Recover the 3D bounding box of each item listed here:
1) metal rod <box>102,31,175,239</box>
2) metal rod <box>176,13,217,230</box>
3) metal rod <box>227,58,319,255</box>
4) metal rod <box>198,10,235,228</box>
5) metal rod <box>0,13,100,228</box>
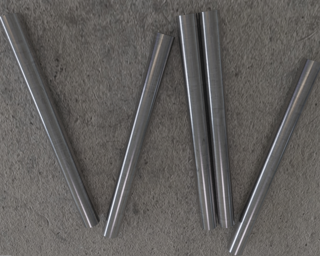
[{"bbox_3d":[-0.034,0.023,0.417,0.025,0.025,0.298,15,109,-6],"label":"metal rod"},{"bbox_3d":[0.052,0.006,0.412,0.025,0.025,0.298,-8,110,3],"label":"metal rod"},{"bbox_3d":[0.152,0.053,0.430,0.025,0.025,0.298,13,110,-5],"label":"metal rod"},{"bbox_3d":[0.078,0.003,0.411,0.025,0.025,0.298,-8,110,3],"label":"metal rod"},{"bbox_3d":[-0.138,0.005,0.410,0.025,0.025,0.298,-14,110,5],"label":"metal rod"}]
